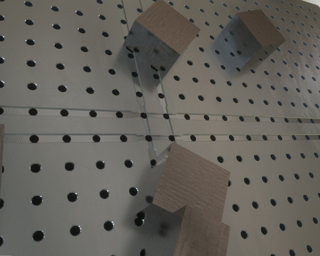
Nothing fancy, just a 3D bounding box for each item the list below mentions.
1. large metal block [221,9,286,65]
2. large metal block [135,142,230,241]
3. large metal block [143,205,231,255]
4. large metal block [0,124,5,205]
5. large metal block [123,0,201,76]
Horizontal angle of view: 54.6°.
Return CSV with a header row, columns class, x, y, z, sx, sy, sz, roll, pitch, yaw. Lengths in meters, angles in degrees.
class,x,y,z,sx,sy,sz,roll,pitch,yaw
large metal block,0.178,-0.176,0.594,0.081,0.050,0.080,-23,74,-36
large metal block,0.028,0.076,0.361,0.080,0.050,0.080,29,52,-10
large metal block,0.019,0.132,0.302,0.050,0.080,0.080,29,52,-10
large metal block,-0.182,0.041,0.269,0.081,0.050,0.080,3,60,-27
large metal block,0.004,-0.142,0.480,0.080,0.050,0.080,37,51,-4
